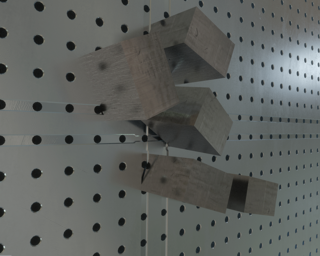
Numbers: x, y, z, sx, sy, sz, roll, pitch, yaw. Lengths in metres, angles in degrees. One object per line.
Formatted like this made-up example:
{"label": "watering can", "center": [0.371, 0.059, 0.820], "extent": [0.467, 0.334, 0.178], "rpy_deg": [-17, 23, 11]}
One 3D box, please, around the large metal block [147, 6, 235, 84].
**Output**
{"label": "large metal block", "center": [0.037, -0.103, 0.406], "extent": [0.080, 0.080, 0.050], "rpy_deg": [29, 72, -37]}

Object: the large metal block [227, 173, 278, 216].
{"label": "large metal block", "center": [0.123, 0.100, 0.479], "extent": [0.080, 0.080, 0.050], "rpy_deg": [18, 79, -39]}

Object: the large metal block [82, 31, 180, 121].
{"label": "large metal block", "center": [-0.033, -0.055, 0.347], "extent": [0.050, 0.080, 0.080], "rpy_deg": [-29, 108, -36]}

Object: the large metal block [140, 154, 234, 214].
{"label": "large metal block", "center": [0.035, 0.072, 0.405], "extent": [0.080, 0.080, 0.050], "rpy_deg": [26, 74, -38]}

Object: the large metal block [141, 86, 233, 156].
{"label": "large metal block", "center": [0.035, -0.010, 0.395], "extent": [0.080, 0.080, 0.050], "rpy_deg": [44, 63, -46]}
